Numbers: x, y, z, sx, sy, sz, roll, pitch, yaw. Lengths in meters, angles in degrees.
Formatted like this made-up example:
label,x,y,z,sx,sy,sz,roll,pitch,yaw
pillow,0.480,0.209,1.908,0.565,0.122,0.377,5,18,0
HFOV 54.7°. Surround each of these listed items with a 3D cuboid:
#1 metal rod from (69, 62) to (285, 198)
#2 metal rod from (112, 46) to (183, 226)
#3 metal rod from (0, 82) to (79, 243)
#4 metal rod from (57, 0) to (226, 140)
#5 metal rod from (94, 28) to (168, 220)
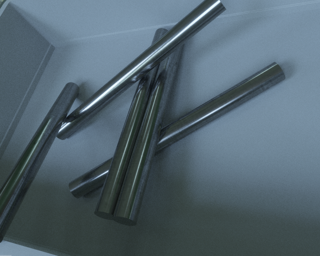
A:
label,x,y,z,sx,sy,sz,roll,pitch,yaw
metal rod,0.015,0.007,0.392,0.300,0.025,0.025,-31,52,8
metal rod,-0.004,-0.026,0.395,0.025,0.025,0.300,-4,51,26
metal rod,-0.150,0.014,0.398,0.025,0.025,0.300,-23,29,14
metal rod,-0.042,-0.071,0.424,0.299,0.025,0.025,-35,50,22
metal rod,-0.026,-0.028,0.411,0.025,0.025,0.300,-4,52,26
